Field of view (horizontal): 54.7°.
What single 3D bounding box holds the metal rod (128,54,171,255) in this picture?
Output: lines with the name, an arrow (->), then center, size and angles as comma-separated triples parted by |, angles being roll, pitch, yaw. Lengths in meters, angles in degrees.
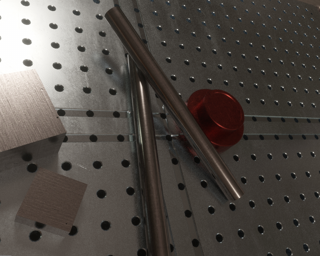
metal rod -> -0.016, 0.025, 0.385 | 0.025, 0.025, 0.299 | 6, 59, -25

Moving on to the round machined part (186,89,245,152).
round machined part -> 0.084, -0.018, 0.455 | 0.099, 0.042, 0.098 | 14, 56, -21

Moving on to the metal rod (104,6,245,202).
metal rod -> 0.018, -0.033, 0.416 | 0.025, 0.025, 0.299 | -32, 87, -38

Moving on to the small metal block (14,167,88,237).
small metal block -> -0.107, 0.074, 0.307 | 0.050, 0.025, 0.050 | 24, 53, -14

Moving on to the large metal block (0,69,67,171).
large metal block -> -0.154, -0.007, 0.314 | 0.081, 0.050, 0.080 | -20, 73, -36
